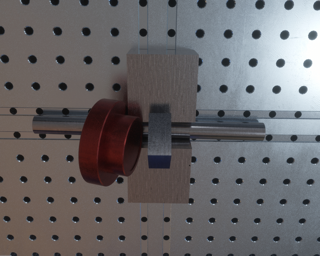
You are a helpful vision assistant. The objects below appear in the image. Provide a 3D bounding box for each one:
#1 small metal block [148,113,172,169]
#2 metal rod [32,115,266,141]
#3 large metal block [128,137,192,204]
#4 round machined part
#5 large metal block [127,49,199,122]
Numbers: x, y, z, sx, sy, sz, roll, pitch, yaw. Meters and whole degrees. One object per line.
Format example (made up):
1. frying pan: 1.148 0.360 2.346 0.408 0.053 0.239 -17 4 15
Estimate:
1. small metal block: 0.000 0.016 0.359 0.025 0.050 0.050 1 66 0
2. metal rod: -0.013 0.000 0.413 0.302 0.025 0.025 2 110 -1
3. large metal block: -0.001 0.054 0.420 0.081 0.050 0.079 1 110 -1
4. round machined part: -0.049 0.018 0.350 0.042 0.098 0.097 9 111 12
5. large metal block: 0.003 -0.053 0.380 0.081 0.050 0.079 1 110 -1
